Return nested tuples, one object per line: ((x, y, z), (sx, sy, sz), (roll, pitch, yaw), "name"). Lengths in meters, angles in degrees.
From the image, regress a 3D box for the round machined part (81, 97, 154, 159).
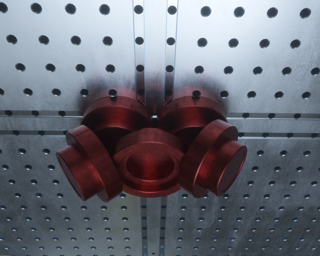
((-0.056, 0.010, 0.408), (0.099, 0.042, 0.097), (-1, 130, 0), "round machined part")

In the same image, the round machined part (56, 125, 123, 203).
((-0.090, 0.049, 0.374), (0.042, 0.098, 0.097), (-30, 135, -25), "round machined part")

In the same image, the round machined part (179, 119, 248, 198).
((0.069, 0.042, 0.370), (0.042, 0.099, 0.097), (29, 138, 29), "round machined part")

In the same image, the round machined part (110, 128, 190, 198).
((-0.012, 0.038, 0.376), (0.099, 0.042, 0.097), (-1, 130, 0), "round machined part")

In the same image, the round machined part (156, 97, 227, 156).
((0.042, 0.010, 0.409), (0.099, 0.042, 0.097), (-1, 130, 0), "round machined part")
